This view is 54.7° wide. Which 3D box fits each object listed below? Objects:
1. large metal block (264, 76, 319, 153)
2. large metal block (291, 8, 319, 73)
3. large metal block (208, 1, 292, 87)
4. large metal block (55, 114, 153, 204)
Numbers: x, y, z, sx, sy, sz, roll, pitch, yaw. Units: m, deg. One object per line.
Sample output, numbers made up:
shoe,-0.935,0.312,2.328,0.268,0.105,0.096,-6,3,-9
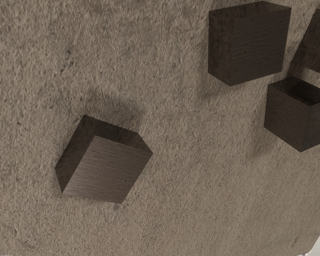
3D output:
large metal block,0.210,-0.023,0.475,0.050,0.080,0.079,-20,126,-17
large metal block,0.258,-0.122,0.459,0.081,0.050,0.079,4,117,-31
large metal block,0.108,-0.107,0.386,0.081,0.050,0.079,-18,126,-19
large metal block,-0.069,0.040,0.379,0.080,0.050,0.080,21,107,-37
